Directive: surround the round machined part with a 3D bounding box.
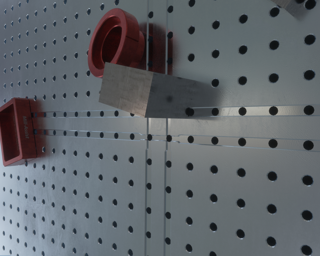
[{"bbox_3d":[-0.059,-0.113,0.438,0.098,0.042,0.098,-16,68,46],"label":"round machined part"}]

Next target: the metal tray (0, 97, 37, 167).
[{"bbox_3d":[-0.307,0.010,0.659,0.090,0.030,0.129,-20,77,38],"label":"metal tray"}]

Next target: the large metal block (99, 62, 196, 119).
[{"bbox_3d":[-0.016,-0.046,0.387,0.080,0.081,0.050,20,103,38],"label":"large metal block"}]

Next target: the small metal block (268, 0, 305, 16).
[{"bbox_3d":[0.125,-0.148,0.306,0.050,0.025,0.050,49,119,29],"label":"small metal block"}]
